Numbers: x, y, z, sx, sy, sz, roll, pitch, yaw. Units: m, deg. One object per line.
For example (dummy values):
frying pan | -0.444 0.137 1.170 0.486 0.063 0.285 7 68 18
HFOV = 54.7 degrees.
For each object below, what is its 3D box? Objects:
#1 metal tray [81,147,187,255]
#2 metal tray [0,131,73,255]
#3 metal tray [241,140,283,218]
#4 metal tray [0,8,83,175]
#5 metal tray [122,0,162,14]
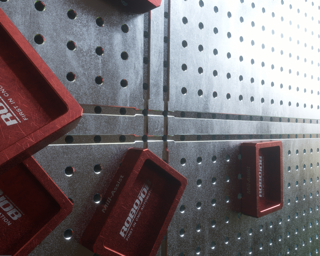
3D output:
metal tray | -0.026 0.101 0.385 0.090 0.030 0.130 41 65 -33
metal tray | -0.153 0.058 0.278 0.090 0.030 0.130 -45 118 -31
metal tray | 0.188 0.089 0.567 0.091 0.030 0.129 -2 92 -40
metal tray | -0.140 -0.035 0.255 0.091 0.030 0.130 -38 89 -34
metal tray | -0.029 -0.223 0.382 0.091 0.030 0.129 21 77 -38
